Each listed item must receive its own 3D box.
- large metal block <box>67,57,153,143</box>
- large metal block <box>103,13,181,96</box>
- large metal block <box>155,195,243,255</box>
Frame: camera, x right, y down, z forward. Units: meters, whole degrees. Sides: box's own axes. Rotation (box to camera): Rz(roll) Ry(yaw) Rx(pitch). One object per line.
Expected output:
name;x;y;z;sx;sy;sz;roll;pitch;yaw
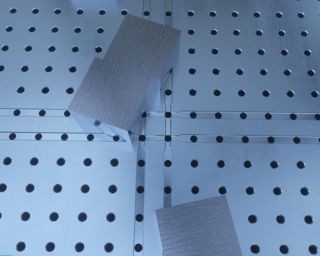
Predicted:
large metal block;-0.062;-0.036;0.411;0.080;0.050;0.080;20;71;7
large metal block;-0.023;-0.102;0.436;0.080;0.050;0.080;20;71;6
large metal block;0.042;0.127;0.353;0.081;0.050;0.080;-11;71;-5
